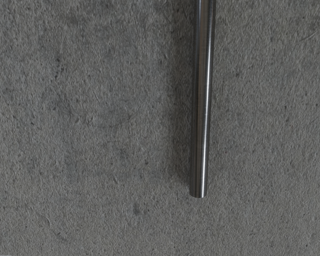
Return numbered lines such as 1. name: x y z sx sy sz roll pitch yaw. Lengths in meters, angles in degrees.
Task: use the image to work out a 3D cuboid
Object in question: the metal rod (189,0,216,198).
1. metal rod: 0.053 -0.047 0.392 0.025 0.025 0.298 -1 110 0
